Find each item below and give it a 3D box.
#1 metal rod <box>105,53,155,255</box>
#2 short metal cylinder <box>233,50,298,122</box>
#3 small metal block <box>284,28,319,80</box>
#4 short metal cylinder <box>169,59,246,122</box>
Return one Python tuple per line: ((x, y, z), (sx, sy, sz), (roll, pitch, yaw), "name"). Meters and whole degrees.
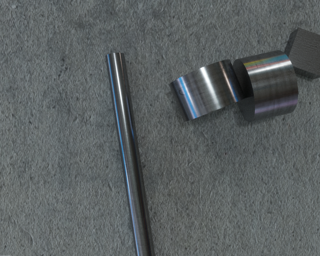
((-0.037, 0.051, 0.409), (0.025, 0.025, 0.298), (-9, 90, 0), "metal rod")
((0.127, -0.051, 0.384), (0.050, 0.080, 0.080), (-13, 90, 0), "short metal cylinder")
((0.195, -0.098, 0.413), (0.050, 0.025, 0.050), (19, 90, -1), "small metal block")
((0.058, -0.045, 0.383), (0.080, 0.080, 0.050), (-22, 90, 0), "short metal cylinder")
